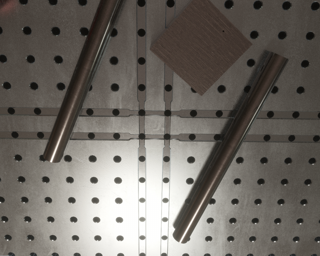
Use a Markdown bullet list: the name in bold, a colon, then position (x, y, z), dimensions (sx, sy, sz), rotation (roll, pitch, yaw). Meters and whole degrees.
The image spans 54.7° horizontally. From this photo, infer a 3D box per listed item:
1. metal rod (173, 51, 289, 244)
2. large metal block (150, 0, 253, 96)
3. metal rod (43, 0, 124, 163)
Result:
- **metal rod**: position (0.089, 0.039, 0.429), dimensions (0.025, 0.025, 0.298), rotation (22, 108, -8)
- **large metal block**: position (0.045, -0.098, 0.365), dimensions (0.080, 0.050, 0.080), rotation (40, 105, -14)
- **metal rod**: position (-0.085, -0.086, 0.380), dimensions (0.025, 0.025, 0.298), rotation (23, 108, -9)
